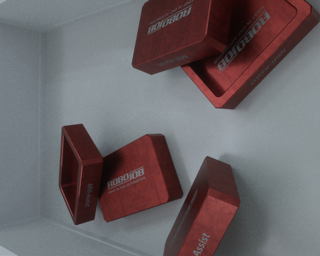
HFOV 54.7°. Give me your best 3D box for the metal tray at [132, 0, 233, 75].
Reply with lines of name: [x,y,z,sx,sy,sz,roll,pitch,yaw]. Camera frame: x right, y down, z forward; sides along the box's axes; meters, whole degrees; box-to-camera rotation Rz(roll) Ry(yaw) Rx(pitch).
metal tray: [0.021,-0.118,0.352,0.130,0.030,0.090,-5,72,53]

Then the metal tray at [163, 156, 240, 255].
metal tray: [0.039,0.105,0.330,0.030,0.090,0.129,22,107,0]

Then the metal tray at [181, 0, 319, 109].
metal tray: [0.085,-0.094,0.331,0.129,0.030,0.090,-50,61,28]

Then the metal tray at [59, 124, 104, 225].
metal tray: [-0.123,0.070,0.468,0.090,0.030,0.129,49,136,41]

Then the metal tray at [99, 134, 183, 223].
metal tray: [-0.038,0.072,0.433,0.130,0.030,0.090,-28,73,36]
